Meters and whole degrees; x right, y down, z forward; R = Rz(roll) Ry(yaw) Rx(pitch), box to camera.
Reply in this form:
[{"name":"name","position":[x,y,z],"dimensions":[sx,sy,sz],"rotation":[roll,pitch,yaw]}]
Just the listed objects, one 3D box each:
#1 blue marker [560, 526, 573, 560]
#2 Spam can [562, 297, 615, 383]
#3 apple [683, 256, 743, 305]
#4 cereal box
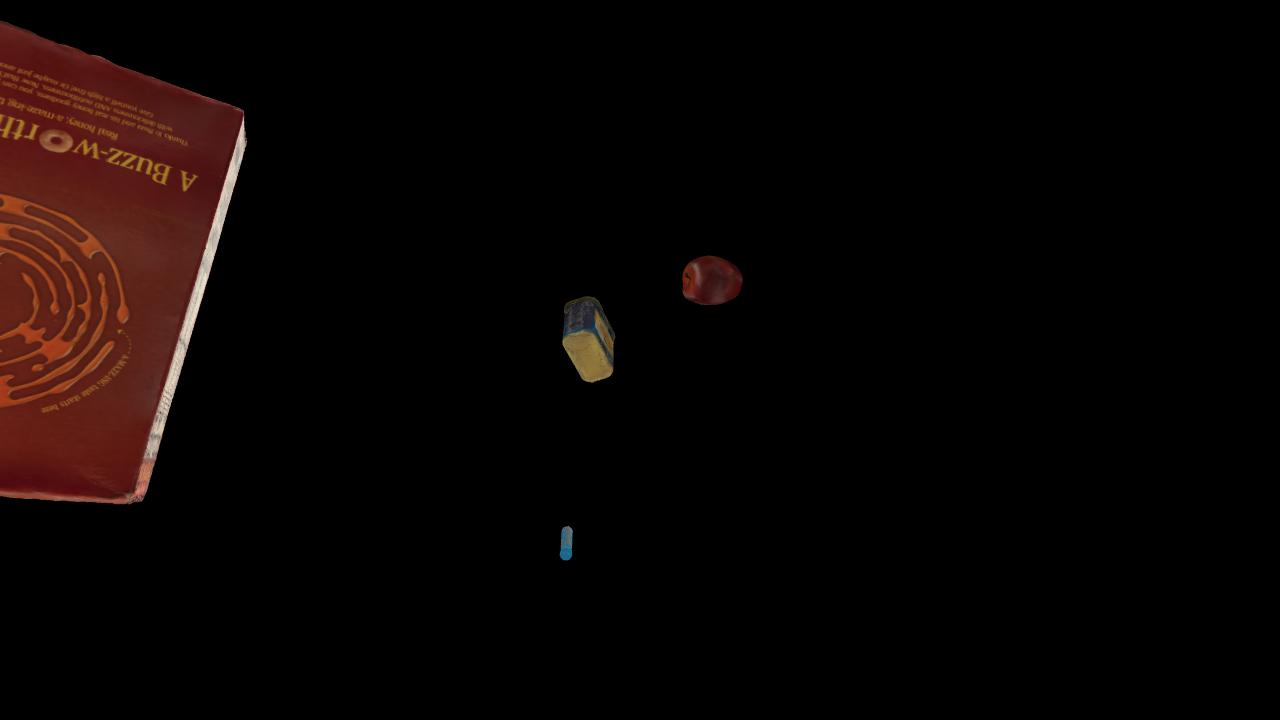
[{"name":"blue marker","position":[-0.116,0.289,0.970],"dimensions":[0.020,0.020,0.121],"rotation":[0,1,-6]},{"name":"Spam can","position":[-0.076,-0.030,0.927],"dimensions":[0.058,0.101,0.085],"rotation":[-17,40,11]},{"name":"apple","position":[0.107,-0.118,0.915],"dimensions":[0.093,0.079,0.079],"rotation":[3,-1,-25]},{"name":"cereal box","position":[-0.422,-0.065,0.420],"dimensions":[0.203,0.306,0.081],"rotation":[14,-14,-29]}]
